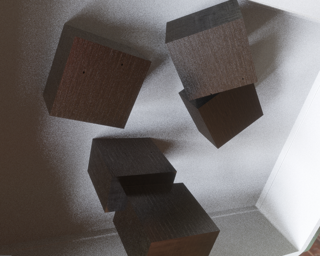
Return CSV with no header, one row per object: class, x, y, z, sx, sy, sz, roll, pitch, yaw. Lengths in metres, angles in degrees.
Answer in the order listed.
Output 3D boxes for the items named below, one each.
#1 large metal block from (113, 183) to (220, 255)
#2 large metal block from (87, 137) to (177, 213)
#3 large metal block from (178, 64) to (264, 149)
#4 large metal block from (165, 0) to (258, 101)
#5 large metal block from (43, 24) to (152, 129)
large metal block,0.004,0.107,0.339,0.081,0.080,0.050,2,118,-30
large metal block,-0.038,0.054,0.387,0.081,0.080,0.050,0,119,-29
large metal block,0.084,-0.032,0.421,0.080,0.050,0.080,-36,130,-4
large metal block,0.059,-0.086,0.351,0.080,0.050,0.080,-15,131,17
large metal block,-0.068,-0.052,0.325,0.081,0.050,0.079,11,113,-34
